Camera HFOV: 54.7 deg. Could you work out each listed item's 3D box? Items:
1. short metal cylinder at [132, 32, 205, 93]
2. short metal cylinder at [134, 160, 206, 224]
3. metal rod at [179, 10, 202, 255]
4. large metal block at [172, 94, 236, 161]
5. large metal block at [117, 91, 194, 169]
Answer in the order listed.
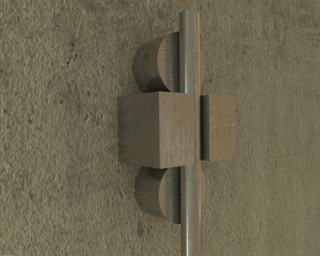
[{"bbox_3d":[0.012,-0.078,0.399,0.081,0.050,0.080,0,89,-40],"label":"short metal cylinder"},{"bbox_3d":[0.013,0.078,0.402,0.081,0.050,0.080,0,89,-40],"label":"short metal cylinder"},{"bbox_3d":[0.036,0.013,0.371,0.025,0.025,0.298,-1,90,-40],"label":"metal rod"},{"bbox_3d":[0.052,-0.001,0.413,0.050,0.080,0.080,-1,91,-40],"label":"large metal block"},{"bbox_3d":[-0.007,0.002,0.364,0.050,0.080,0.080,-1,91,-40],"label":"large metal block"}]
